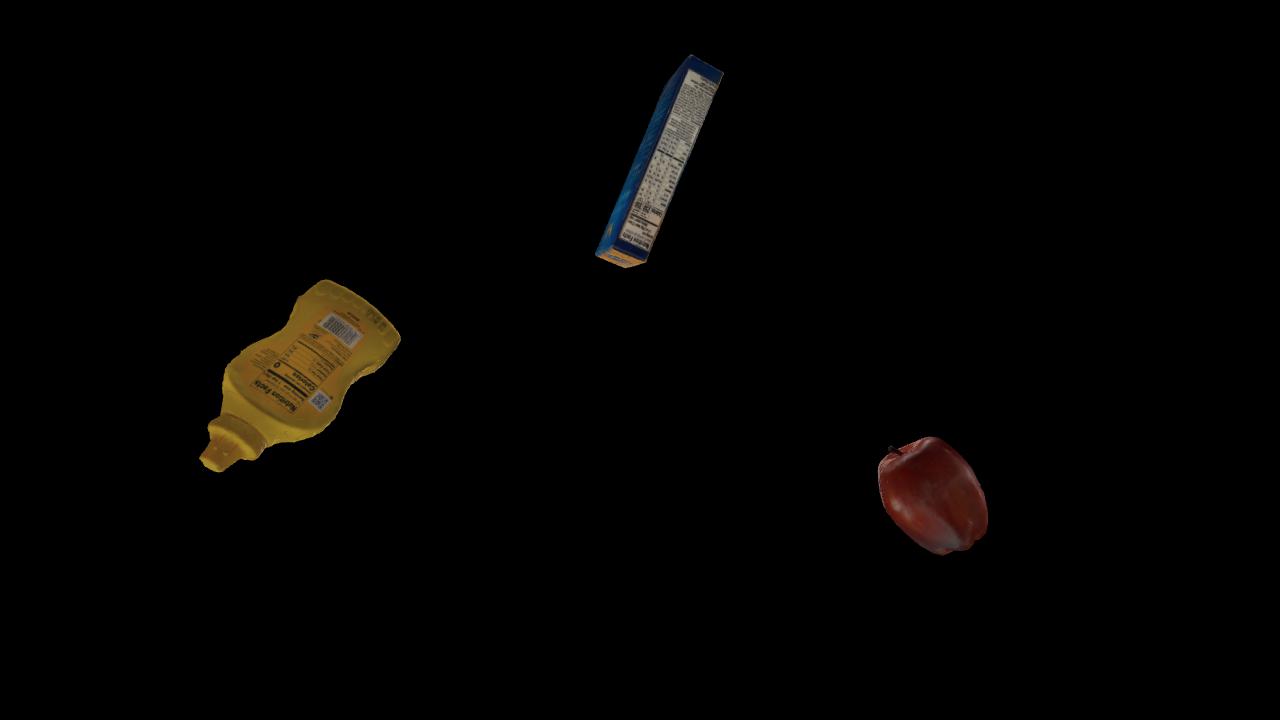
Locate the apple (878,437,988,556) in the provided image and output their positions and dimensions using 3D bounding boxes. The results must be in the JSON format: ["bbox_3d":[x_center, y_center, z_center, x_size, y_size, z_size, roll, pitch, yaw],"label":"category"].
[{"bbox_3d":[0.235,0.108,0.501,0.079,0.093,0.079,-30,-15,-9],"label":"apple"}]

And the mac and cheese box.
[{"bbox_3d":[0.015,-0.179,0.579,0.041,0.184,0.093,22,0,-15],"label":"mac and cheese box"}]

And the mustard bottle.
[{"bbox_3d":[-0.292,0.018,0.518,0.054,0.184,0.092,-25,-61,41],"label":"mustard bottle"}]
